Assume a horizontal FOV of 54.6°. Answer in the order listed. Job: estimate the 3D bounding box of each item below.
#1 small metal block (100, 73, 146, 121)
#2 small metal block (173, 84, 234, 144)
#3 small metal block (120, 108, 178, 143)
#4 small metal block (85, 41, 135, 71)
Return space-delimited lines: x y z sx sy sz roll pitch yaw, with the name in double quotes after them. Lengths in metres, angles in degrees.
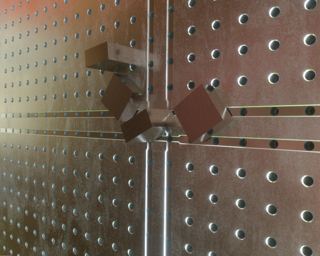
-0.055 -0.045 0.456 0.050 0.025 0.050 46 117 30 "small metal block"
0.050 -0.016 0.369 0.050 0.025 0.050 -40 66 32 "small metal block"
-0.014 -0.002 0.406 0.050 0.050 0.025 -31 71 36 "small metal block"
-0.074 -0.103 0.455 0.050 0.050 0.025 -7 86 40 "small metal block"
